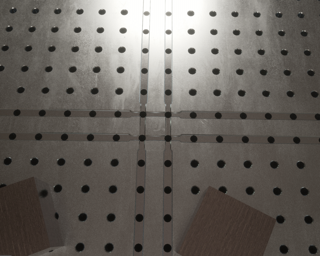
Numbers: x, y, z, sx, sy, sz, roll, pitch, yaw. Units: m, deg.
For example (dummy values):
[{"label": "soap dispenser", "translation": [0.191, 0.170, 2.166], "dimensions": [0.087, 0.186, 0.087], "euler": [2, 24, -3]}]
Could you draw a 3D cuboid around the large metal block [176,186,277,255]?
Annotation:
[{"label": "large metal block", "translation": [0.073, 0.124, 0.354], "dimensions": [0.080, 0.050, 0.080], "euler": [26, 72, 9]}]

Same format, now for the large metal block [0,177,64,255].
[{"label": "large metal block", "translation": [-0.167, 0.111, 0.356], "dimensions": [0.081, 0.050, 0.080], "euler": [-19, 71, -7]}]
